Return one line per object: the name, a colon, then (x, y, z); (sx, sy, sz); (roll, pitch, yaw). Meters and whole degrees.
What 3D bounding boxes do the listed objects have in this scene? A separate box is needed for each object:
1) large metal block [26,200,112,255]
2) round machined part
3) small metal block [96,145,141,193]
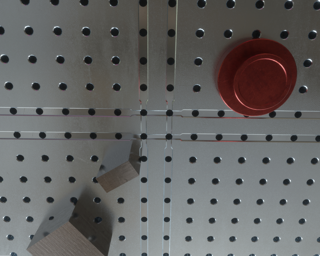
large metal block: (-0.132, 0.170, 0.461); (0.080, 0.050, 0.080); (-35, 107, 12)
round machined part: (0.121, -0.060, 0.383); (0.099, 0.042, 0.097); (0, 110, 0)
small metal block: (-0.055, 0.054, 0.419); (0.050, 0.050, 0.025); (-30, 108, 10)
